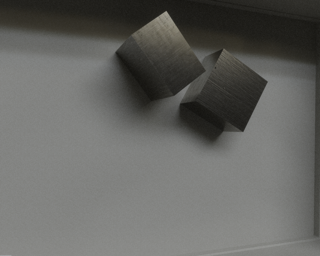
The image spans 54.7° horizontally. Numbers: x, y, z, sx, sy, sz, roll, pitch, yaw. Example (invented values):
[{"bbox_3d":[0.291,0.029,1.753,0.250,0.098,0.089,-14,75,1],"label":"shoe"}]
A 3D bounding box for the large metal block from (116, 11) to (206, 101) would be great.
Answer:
[{"bbox_3d":[-0.002,-0.083,0.380,0.050,0.080,0.080,-40,103,-16],"label":"large metal block"}]

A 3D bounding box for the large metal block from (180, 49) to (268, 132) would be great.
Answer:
[{"bbox_3d":[0.088,-0.049,0.429,0.080,0.050,0.080,31,80,-18],"label":"large metal block"}]
